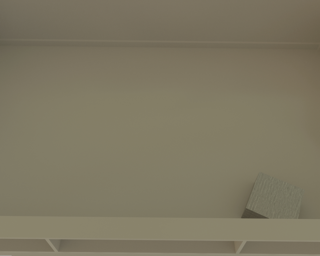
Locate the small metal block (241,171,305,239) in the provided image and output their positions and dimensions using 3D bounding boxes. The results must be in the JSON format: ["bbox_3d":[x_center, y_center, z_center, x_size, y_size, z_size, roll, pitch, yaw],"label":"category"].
[{"bbox_3d":[0.123,0.083,0.337,0.050,0.025,0.050,22,53,17],"label":"small metal block"}]
